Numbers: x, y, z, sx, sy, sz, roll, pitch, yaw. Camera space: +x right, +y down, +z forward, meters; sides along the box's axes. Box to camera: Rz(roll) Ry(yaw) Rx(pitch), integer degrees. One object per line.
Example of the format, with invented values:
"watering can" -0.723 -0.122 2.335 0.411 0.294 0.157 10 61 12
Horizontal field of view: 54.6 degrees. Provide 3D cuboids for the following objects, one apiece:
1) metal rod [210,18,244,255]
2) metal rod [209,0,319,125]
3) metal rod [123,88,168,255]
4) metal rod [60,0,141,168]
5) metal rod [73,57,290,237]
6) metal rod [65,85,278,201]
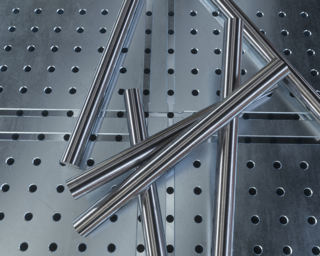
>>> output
"metal rod" 0.083 0.011 0.378 0.025 0.025 0.299 5 81 2
"metal rod" 0.153 -0.117 0.455 0.025 0.025 0.299 -32 73 -11
"metal rod" -0.014 0.090 0.378 0.025 0.025 0.299 -9 70 -3
"metal rod" -0.076 -0.089 0.443 0.025 0.025 0.299 14 70 5
"metal rod" 0.023 0.023 0.360 0.300 0.025 0.025 -39 74 2
"metal rod" 0.028 0.004 0.390 0.302 0.025 0.025 -27 72 -17
